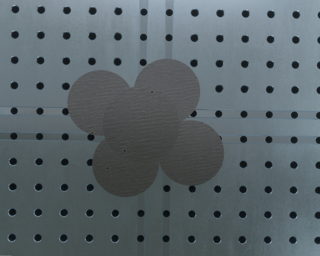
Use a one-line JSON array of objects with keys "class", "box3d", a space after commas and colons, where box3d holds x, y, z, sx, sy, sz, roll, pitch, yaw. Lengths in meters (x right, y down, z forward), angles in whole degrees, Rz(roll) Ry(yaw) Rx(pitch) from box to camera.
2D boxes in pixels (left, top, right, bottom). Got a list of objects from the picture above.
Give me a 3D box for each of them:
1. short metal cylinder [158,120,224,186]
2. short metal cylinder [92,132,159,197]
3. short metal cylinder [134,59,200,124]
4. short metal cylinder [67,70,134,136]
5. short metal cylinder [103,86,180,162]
[{"class": "short metal cylinder", "box3d": [0.038, 0.030, 0.401, 0.081, 0.050, 0.079, 0, 90, -1]}, {"class": "short metal cylinder", "box3d": [-0.042, 0.044, 0.400, 0.081, 0.050, 0.079, 0, 90, -1]}, {"class": "short metal cylinder", "box3d": [0.008, -0.044, 0.400, 0.081, 0.050, 0.079, 0, 90, -1]}, {"class": "short metal cylinder", "box3d": [-0.072, -0.030, 0.399, 0.081, 0.050, 0.079, 0, 90, -1]}, {"class": "short metal cylinder", "box3d": [-0.020, -0.005, 0.349, 0.081, 0.050, 0.079, 0, 92, -1]}]
